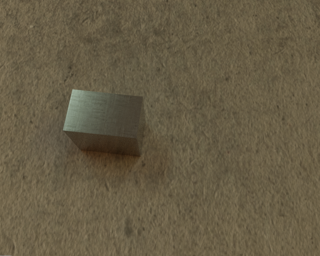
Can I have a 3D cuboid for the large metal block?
[{"bbox_3d":[-0.062,-0.003,0.379,0.080,0.080,0.050,6,70,2],"label":"large metal block"}]
